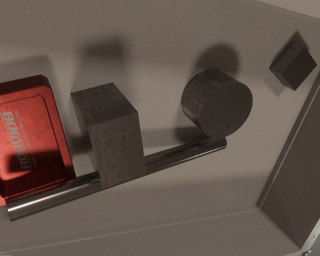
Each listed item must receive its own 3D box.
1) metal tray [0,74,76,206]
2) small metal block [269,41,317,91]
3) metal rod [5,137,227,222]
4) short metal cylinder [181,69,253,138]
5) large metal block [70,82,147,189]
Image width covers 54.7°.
[{"bbox_3d":[-0.150,0.016,0.333,0.091,0.030,0.129,-17,126,-19],"label":"metal tray"},{"bbox_3d":[0.200,-0.092,0.464,0.050,0.025,0.050,31,101,-39],"label":"small metal block"},{"bbox_3d":[-0.032,0.053,0.398,0.303,0.025,0.025,-14,125,-31],"label":"metal rod"},{"bbox_3d":[0.076,-0.033,0.415,0.081,0.050,0.079,-14,125,-21],"label":"short metal cylinder"},{"bbox_3d":[-0.058,0.006,0.346,0.050,0.080,0.079,-18,126,-18],"label":"large metal block"}]
